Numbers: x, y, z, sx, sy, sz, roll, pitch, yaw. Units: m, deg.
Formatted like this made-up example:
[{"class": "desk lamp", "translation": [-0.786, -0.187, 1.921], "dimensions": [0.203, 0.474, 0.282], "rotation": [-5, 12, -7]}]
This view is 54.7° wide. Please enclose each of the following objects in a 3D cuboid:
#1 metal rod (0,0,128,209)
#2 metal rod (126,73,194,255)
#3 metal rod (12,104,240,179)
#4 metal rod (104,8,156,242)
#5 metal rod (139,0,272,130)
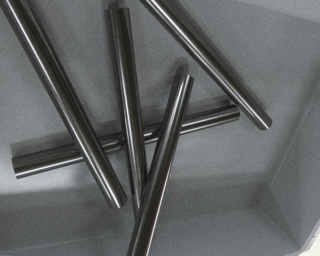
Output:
[{"class": "metal rod", "translation": [-0.096, -0.027, 0.318], "dimensions": [0.025, 0.025, 0.298], "rotation": [-27, 122, -12]}, {"class": "metal rod", "translation": [-0.007, 0.079, 0.378], "dimensions": [0.025, 0.025, 0.299], "rotation": [18, 84, -36]}, {"class": "metal rod", "translation": [-0.026, 0.011, 0.402], "dimensions": [0.302, 0.025, 0.025], "rotation": [-14, 124, -21]}, {"class": "metal rod", "translation": [-0.031, 0.016, 0.371], "dimensions": [0.025, 0.025, 0.298], "rotation": [-15, 115, -21]}, {"class": "metal rod", "translation": [0.074, -0.076, 0.404], "dimensions": [0.025, 0.025, 0.301], "rotation": [-49, 129, 6]}]
